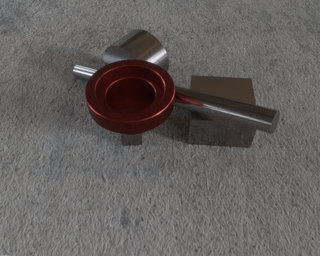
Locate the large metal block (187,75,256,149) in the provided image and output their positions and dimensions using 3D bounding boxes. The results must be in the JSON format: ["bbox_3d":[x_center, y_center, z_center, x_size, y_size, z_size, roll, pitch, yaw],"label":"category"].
[{"bbox_3d":[0.079,-0.022,0.408,0.080,0.050,0.080,4,50,2],"label":"large metal block"}]

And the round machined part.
[{"bbox_3d":[-0.033,-0.031,0.355,0.099,0.042,0.098,0,51,0],"label":"round machined part"}]

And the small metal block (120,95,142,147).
[{"bbox_3d":[-0.037,-0.011,0.398,0.025,0.050,0.050,-2,50,-2],"label":"small metal block"}]

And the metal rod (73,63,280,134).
[{"bbox_3d":[-0.003,-0.046,0.395,0.300,0.025,0.025,19,51,32],"label":"metal rod"}]

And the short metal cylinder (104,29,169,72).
[{"bbox_3d":[-0.034,-0.094,0.448,0.080,0.080,0.050,30,56,22],"label":"short metal cylinder"}]
